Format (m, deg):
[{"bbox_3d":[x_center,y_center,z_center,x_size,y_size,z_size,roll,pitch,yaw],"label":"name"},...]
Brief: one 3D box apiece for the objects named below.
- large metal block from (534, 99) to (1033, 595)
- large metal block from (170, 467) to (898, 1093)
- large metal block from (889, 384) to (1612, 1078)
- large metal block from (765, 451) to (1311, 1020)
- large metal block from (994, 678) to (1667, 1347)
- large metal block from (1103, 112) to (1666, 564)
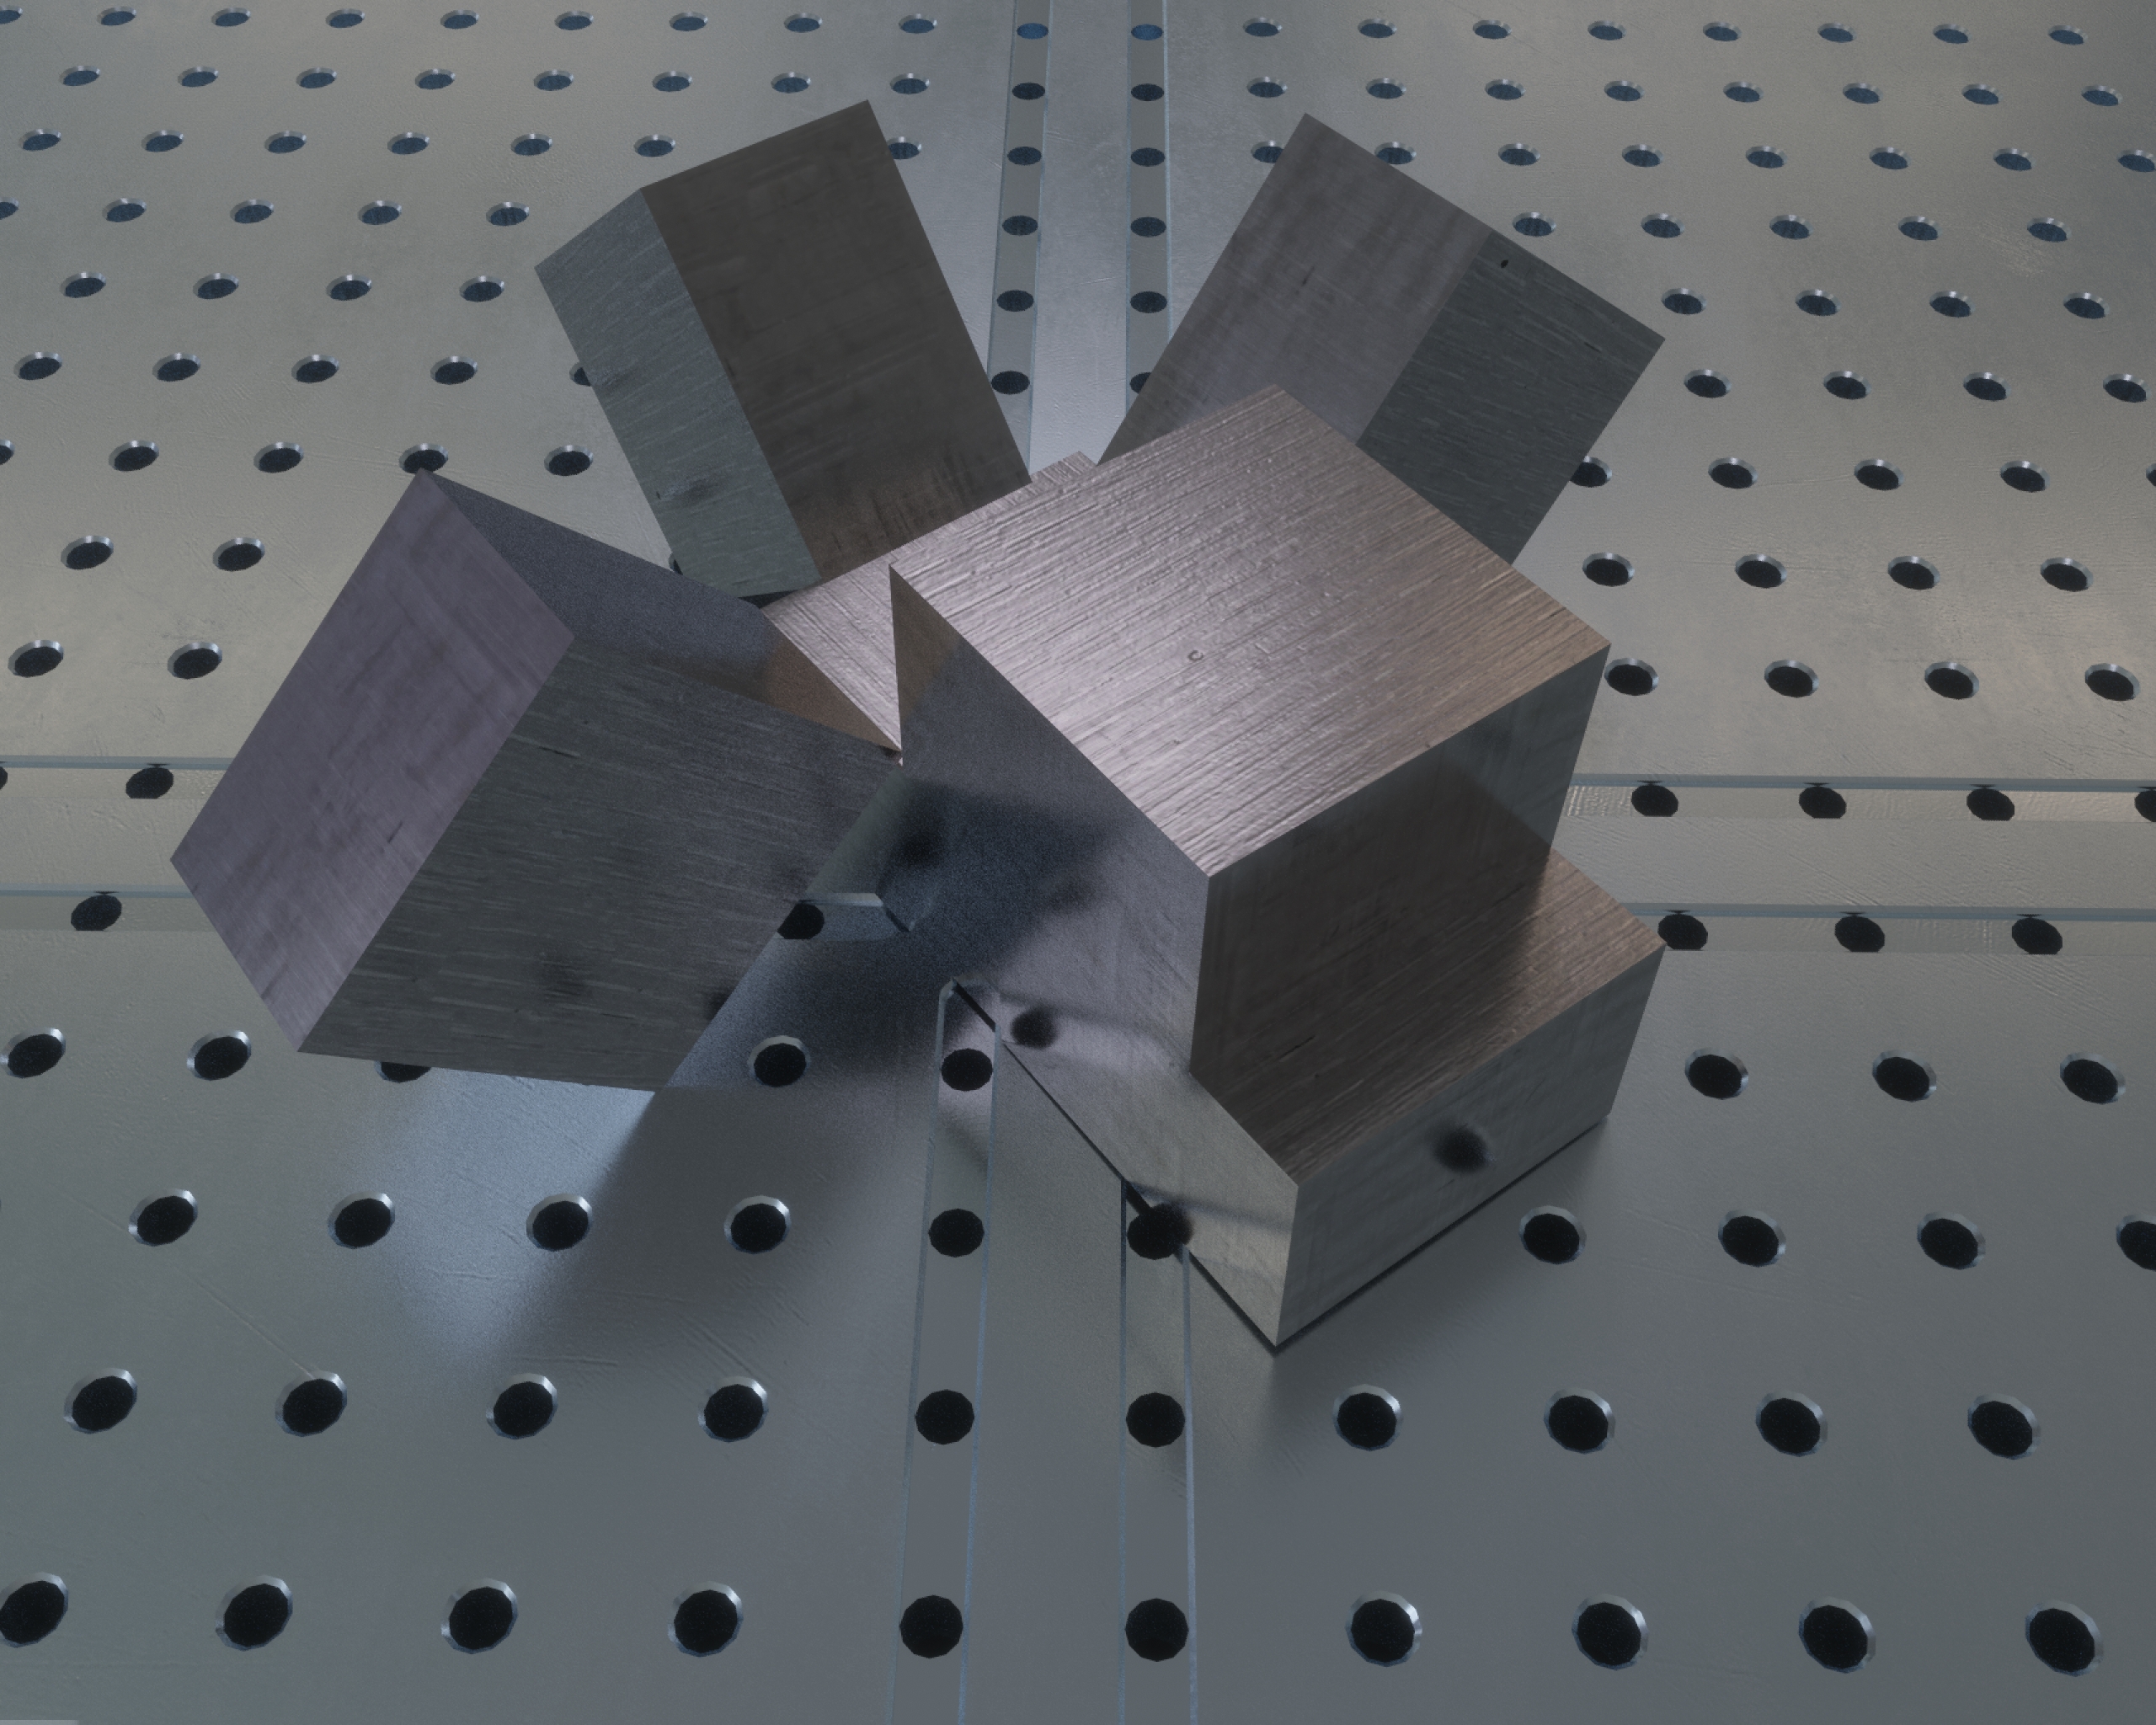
[{"bbox_3d":[-0.064,-0.103,0.438,0.050,0.080,0.080,-31,17,-23],"label":"large metal block"},{"bbox_3d":[-0.091,-0.010,0.360,0.050,0.080,0.080,44,104,31],"label":"large metal block"},{"bbox_3d":[0.026,-0.025,0.346,0.080,0.050,0.080,-29,57,-24],"label":"large metal block"},{"bbox_3d":[-0.007,-0.026,0.414,0.080,0.050,0.080,-31,57,-23],"label":"large metal block"},{"bbox_3d":[0.042,0.024,0.371,0.080,0.050,0.080,-29,55,-23],"label":"large metal block"},{"bbox_3d":[0.063,-0.095,0.432,0.050,0.080,0.080,44,23,31],"label":"large metal block"}]
